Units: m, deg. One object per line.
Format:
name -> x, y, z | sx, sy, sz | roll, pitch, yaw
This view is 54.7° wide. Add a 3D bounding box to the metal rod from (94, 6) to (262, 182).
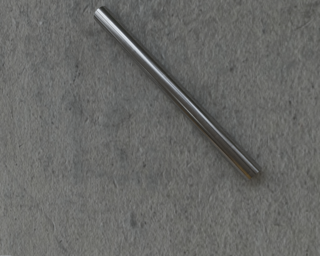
metal rod -> 0.014, -0.053, 0.403 | 0.025, 0.025, 0.300 | -45, 77, 14
